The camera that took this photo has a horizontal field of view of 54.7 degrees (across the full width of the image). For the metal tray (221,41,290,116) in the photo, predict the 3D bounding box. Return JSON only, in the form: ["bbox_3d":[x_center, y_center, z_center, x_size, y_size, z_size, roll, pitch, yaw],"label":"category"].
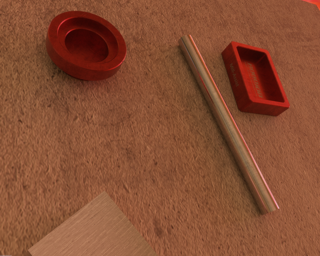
[{"bbox_3d":[0.167,-0.087,0.546,0.091,0.030,0.130,5,59,-26],"label":"metal tray"}]

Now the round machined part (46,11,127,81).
[{"bbox_3d":[-0.097,-0.101,0.403,0.099,0.042,0.098,14,56,-21],"label":"round machined part"}]

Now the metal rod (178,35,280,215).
[{"bbox_3d":[0.096,-0.017,0.467,0.025,0.025,0.299,-9,67,-33],"label":"metal rod"}]

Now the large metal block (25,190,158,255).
[{"bbox_3d":[-0.062,0.119,0.283,0.080,0.050,0.081,49,51,6],"label":"large metal block"}]
